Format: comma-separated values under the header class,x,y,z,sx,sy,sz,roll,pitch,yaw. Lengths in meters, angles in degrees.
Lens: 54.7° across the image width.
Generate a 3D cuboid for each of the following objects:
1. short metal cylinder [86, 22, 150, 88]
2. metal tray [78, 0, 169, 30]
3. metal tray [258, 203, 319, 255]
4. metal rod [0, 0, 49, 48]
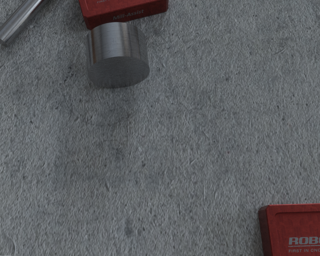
class,x,y,z,sx,sy,sz,roll,pitch,yaw
short metal cylinder,-0.057,-0.094,0.413,0.081,0.080,0.050,-7,71,-3
metal tray,-0.061,-0.211,0.481,0.131,0.030,0.090,-16,71,-7
metal tray,0.188,0.134,0.358,0.131,0.030,0.090,-1,70,-1
metal rod,-0.159,-0.248,0.496,0.025,0.025,0.300,28,72,9
